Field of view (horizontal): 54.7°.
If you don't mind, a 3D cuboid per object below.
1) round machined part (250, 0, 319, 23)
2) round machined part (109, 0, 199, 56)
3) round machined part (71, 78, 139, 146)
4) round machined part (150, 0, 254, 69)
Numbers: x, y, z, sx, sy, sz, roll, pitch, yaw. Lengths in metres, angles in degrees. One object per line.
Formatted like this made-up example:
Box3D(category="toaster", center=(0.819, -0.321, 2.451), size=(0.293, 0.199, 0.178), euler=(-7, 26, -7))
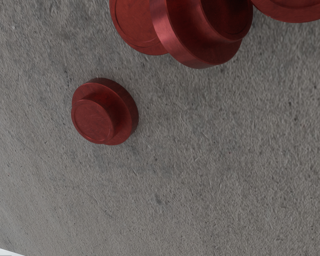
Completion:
Box3D(category="round machined part", center=(0.113, -0.137, 0.245), size=(0.098, 0.042, 0.097), euler=(7, 118, 14))
Box3D(category="round machined part", center=(-0.012, -0.123, 0.326), size=(0.098, 0.042, 0.097), euler=(13, 124, 21))
Box3D(category="round machined part", center=(-0.083, -0.017, 0.429), size=(0.098, 0.042, 0.097), euler=(13, 124, 21))
Box3D(category="round machined part", center=(0.043, -0.104, 0.268), size=(0.042, 0.099, 0.098), euler=(-5, 118, 52))
